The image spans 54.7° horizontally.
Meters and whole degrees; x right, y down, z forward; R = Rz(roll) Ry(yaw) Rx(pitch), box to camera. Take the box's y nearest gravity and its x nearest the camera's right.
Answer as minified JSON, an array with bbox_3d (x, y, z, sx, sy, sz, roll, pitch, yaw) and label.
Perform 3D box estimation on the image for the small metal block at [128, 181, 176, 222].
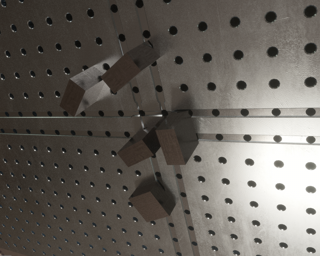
[{"bbox_3d":[-0.013,0.117,0.489,0.050,0.025,0.050,-28,104,37],"label":"small metal block"}]

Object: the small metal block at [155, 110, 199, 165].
[{"bbox_3d":[0.023,0.012,0.389,0.025,0.050,0.050,-5,116,30],"label":"small metal block"}]

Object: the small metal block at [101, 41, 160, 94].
[{"bbox_3d":[-0.035,-0.072,0.367,0.050,0.050,0.025,-33,100,38],"label":"small metal block"}]

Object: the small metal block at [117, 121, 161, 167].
[{"bbox_3d":[-0.022,0.022,0.419,0.050,0.050,0.025,-28,103,37],"label":"small metal block"}]

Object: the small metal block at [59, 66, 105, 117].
[{"bbox_3d":[-0.103,-0.049,0.417,0.025,0.050,0.050,38,129,2],"label":"small metal block"}]
